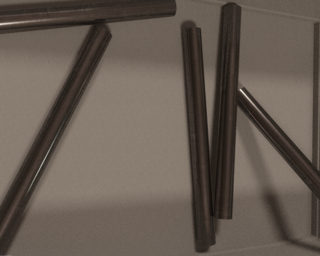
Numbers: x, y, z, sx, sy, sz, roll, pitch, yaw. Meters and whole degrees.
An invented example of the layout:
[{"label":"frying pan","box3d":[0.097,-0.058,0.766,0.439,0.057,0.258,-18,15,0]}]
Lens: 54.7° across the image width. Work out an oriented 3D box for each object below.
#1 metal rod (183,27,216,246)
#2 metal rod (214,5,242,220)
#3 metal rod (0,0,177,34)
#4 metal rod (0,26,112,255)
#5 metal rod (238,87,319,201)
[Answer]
[{"label":"metal rod","box3d":[0.055,0.013,0.432,0.025,0.025,0.298,-5,92,-20]},{"label":"metal rod","box3d":[0.096,-0.026,0.437,0.025,0.025,0.298,6,84,-20]},{"label":"metal rod","box3d":[-0.122,-0.131,0.365,0.302,0.025,0.025,-13,95,-20]},{"label":"metal rod","box3d":[-0.132,0.015,0.362,0.025,0.025,0.299,27,81,-18]},{"label":"metal rod","box3d":[0.205,0.063,0.427,0.025,0.025,0.300,-35,78,-17]}]
